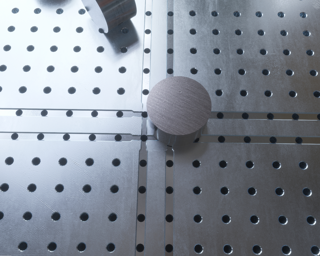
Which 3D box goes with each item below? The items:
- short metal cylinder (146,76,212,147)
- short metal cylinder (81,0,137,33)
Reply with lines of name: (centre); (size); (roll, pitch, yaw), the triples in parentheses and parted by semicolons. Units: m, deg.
short metal cylinder: (0.024, -0.021, 0.406); (0.081, 0.050, 0.080); (0, 70, 0)
short metal cylinder: (-0.078, -0.187, 0.450); (0.050, 0.080, 0.080); (-36, 74, -12)
